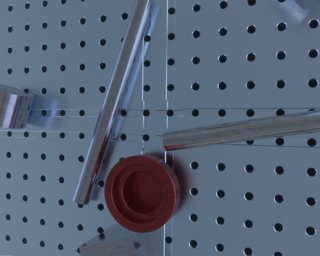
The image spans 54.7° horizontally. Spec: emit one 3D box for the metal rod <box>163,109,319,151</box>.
[{"bbox_3d":[0.148,-0.003,0.359,0.301,0.025,0.025,-9,87,19],"label":"metal rod"}]

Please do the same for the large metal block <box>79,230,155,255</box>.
[{"bbox_3d":[-0.053,0.185,0.418,0.080,0.050,0.080,-17,85,19],"label":"large metal block"}]

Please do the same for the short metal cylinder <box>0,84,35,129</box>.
[{"bbox_3d":[-0.238,-0.036,0.467,0.080,0.080,0.050,21,97,19],"label":"short metal cylinder"}]

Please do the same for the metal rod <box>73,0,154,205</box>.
[{"bbox_3d":[-0.067,-0.034,0.436,0.025,0.025,0.298,21,97,18],"label":"metal rod"}]

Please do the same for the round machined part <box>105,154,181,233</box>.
[{"bbox_3d":[-0.020,0.084,0.411,0.098,0.042,0.097,0,90,20],"label":"round machined part"}]

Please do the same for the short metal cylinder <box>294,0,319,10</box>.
[{"bbox_3d":[0.166,-0.174,0.325,0.080,0.080,0.050,-41,77,15],"label":"short metal cylinder"}]
